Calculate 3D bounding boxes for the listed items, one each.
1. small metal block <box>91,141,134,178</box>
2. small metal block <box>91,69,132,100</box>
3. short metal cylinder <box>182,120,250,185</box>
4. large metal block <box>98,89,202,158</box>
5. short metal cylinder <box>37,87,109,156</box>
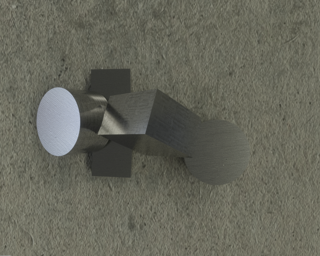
[{"bbox_3d":[-0.062,0.038,0.410,0.050,0.025,0.050,3,90,-1],"label":"small metal block"},{"bbox_3d":[-0.063,-0.051,0.410,0.050,0.025,0.050,-1,90,-1],"label":"small metal block"},{"bbox_3d":[0.069,0.029,0.400,0.081,0.050,0.079,0,90,-1],"label":"short metal cylinder"},{"bbox_3d":[-0.011,-0.002,0.365,0.080,0.080,0.050,29,68,-42],"label":"large metal block"},{"bbox_3d":[-0.105,-0.008,0.379,0.080,0.050,0.079,1,91,35],"label":"short metal cylinder"}]
